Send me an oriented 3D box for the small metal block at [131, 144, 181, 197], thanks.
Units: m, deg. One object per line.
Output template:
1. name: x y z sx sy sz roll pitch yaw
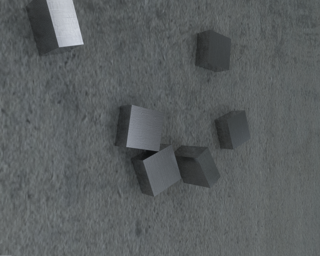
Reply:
1. small metal block: -0.004 0.053 0.404 0.050 0.025 0.050 -27 107 -37

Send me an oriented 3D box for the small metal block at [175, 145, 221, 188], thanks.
1. small metal block: 0.050 0.053 0.433 0.025 0.050 0.050 -40 115 -33

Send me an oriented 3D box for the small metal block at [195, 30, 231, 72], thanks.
1. small metal block: 0.083 -0.117 0.476 0.050 0.025 0.050 7 86 -40

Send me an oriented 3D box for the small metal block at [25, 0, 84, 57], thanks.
1. small metal block: -0.104 -0.101 0.302 0.025 0.050 0.050 -21 104 -38

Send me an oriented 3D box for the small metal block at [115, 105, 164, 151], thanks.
1. small metal block: -0.025 0.001 0.386 0.050 0.025 0.050 12 82 -40

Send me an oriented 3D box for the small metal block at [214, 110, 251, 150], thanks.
1. small metal block: 0.120 0.002 0.508 0.050 0.025 0.050 -25 106 -38
